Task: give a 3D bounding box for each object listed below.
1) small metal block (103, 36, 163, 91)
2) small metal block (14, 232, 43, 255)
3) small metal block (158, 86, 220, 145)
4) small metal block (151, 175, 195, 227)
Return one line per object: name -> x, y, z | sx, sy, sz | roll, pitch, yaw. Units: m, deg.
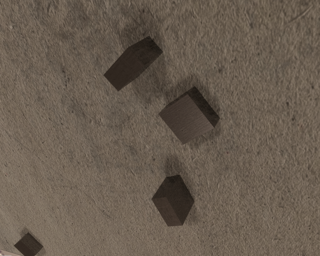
small metal block -> -0.030, -0.075, 0.359 | 0.025, 0.050, 0.050 | 48, 129, -6
small metal block -> -0.317, 0.285, 0.746 | 0.050, 0.025, 0.050 | 47, 129, -5
small metal block -> 0.035, -0.015, 0.378 | 0.050, 0.025, 0.050 | -32, 101, 38
small metal block -> 0.020, 0.103, 0.443 | 0.025, 0.050, 0.050 | -17, 110, 34
